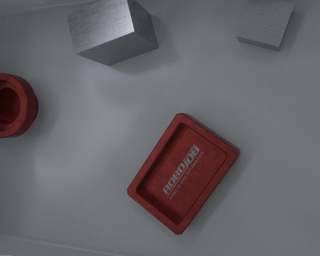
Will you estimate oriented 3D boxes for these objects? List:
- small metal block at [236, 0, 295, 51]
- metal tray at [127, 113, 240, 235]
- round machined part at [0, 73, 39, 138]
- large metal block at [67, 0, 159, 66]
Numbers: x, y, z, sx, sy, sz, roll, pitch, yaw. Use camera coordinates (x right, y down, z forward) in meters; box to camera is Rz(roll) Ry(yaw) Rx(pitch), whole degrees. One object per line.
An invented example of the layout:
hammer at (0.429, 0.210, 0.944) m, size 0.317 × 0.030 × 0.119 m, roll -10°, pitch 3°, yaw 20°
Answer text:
small metal block at (0.124, -0.124, 0.367) m, size 0.050 × 0.025 × 0.050 m, roll 21°, pitch 97°, yaw 18°
metal tray at (0.028, 0.057, 0.397) m, size 0.090 × 0.030 × 0.129 m, roll 36°, pitch 101°, yaw 16°
round machined part at (-0.231, -0.034, 0.481) m, size 0.098 × 0.042 × 0.097 m, roll 0°, pitch 90°, yaw 19°
large metal block at (-0.058, -0.123, 0.401) m, size 0.080 × 0.080 × 0.050 m, roll -15°, pitch 85°, yaw 19°
